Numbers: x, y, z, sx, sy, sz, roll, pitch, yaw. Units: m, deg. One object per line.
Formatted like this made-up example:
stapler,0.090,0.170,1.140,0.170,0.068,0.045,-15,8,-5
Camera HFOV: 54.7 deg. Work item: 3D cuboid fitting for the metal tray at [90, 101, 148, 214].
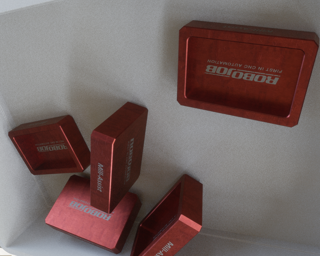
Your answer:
metal tray,-0.055,0.040,0.419,0.030,0.090,0.129,20,126,16

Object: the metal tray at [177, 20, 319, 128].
metal tray,0.085,-0.058,0.324,0.130,0.030,0.089,13,124,20

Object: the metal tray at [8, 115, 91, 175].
metal tray,-0.184,0.032,0.519,0.130,0.030,0.090,-8,115,31

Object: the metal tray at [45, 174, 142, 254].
metal tray,-0.107,0.136,0.502,0.130,0.090,0.030,13,149,20

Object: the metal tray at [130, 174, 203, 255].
metal tray,0.008,0.135,0.425,0.030,0.090,0.129,33,117,-9
